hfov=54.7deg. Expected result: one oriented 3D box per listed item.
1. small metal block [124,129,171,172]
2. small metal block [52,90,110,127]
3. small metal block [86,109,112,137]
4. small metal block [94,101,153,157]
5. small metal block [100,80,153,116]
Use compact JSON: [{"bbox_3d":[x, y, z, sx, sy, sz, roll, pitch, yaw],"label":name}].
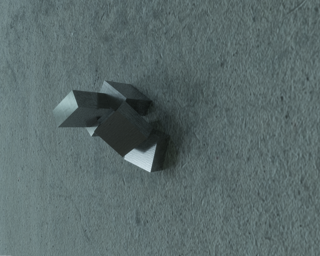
[{"bbox_3d":[-0.018,0.026,0.419,0.050,0.025,0.050,21,103,37],"label":"small metal block"},{"bbox_3d":[-0.103,-0.024,0.408,0.050,0.050,0.025,-36,68,34],"label":"small metal block"},{"bbox_3d":[-0.087,-0.014,0.460,0.025,0.050,0.050,-52,60,27],"label":"small metal block"},{"bbox_3d":[-0.046,0.002,0.394,0.050,0.025,0.050,44,124,-12],"label":"small metal block"},{"bbox_3d":[-0.048,-0.041,0.428,0.050,0.050,0.025,39,114,32],"label":"small metal block"}]
